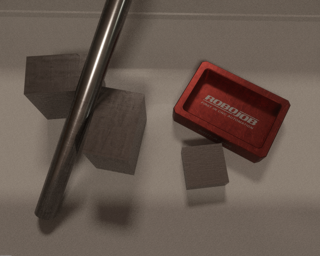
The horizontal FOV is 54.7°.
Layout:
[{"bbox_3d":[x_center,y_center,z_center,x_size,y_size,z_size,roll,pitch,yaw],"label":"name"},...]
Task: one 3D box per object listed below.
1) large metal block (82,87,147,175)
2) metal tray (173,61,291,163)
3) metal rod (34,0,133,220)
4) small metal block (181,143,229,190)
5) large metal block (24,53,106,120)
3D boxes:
[{"bbox_3d":[-0.050,0.007,0.377,0.050,0.080,0.080,11,70,3],"label":"large metal block"},{"bbox_3d":[0.094,-0.023,0.416,0.130,0.030,0.090,28,72,9],"label":"metal tray"},{"bbox_3d":[-0.083,-0.032,0.342,0.025,0.025,0.298,24,102,8],"label":"metal rod"},{"bbox_3d":[0.056,0.049,0.392,0.050,0.025,0.050,-6,70,-3],"label":"small metal block"},{"bbox_3d":[-0.116,-0.051,0.398,0.081,0.080,0.050,-4,70,-2],"label":"large metal block"}]
